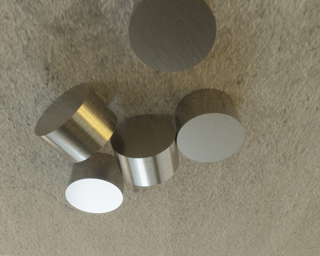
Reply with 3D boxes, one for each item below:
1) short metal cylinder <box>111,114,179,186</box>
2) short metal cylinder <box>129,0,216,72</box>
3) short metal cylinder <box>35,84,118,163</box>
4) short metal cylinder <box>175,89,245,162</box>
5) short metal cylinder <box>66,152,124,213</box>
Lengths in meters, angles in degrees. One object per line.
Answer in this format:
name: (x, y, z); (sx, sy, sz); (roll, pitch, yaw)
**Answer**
short metal cylinder: (-0.017, 0.027, 0.394); (0.080, 0.080, 0.050); (-5, 130, 4)
short metal cylinder: (0.011, -0.102, 0.304); (0.081, 0.050, 0.079); (0, 130, 0)
short metal cylinder: (-0.098, -0.006, 0.365); (0.080, 0.080, 0.050); (-26, 126, 20)
short metal cylinder: (0.060, -0.002, 0.389); (0.081, 0.050, 0.079); (-1, 130, -1)
short metal cylinder: (-0.093, 0.082, 0.459); (0.081, 0.050, 0.079); (0, 130, 0)
